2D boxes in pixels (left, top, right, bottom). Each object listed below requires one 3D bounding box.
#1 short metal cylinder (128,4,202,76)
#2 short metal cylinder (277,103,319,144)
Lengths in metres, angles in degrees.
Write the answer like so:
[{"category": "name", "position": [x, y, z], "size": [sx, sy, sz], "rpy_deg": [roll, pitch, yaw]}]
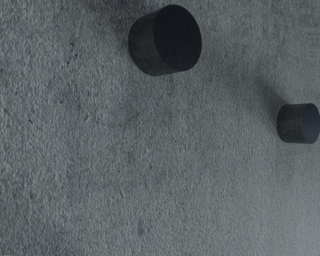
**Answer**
[{"category": "short metal cylinder", "position": [0.007, -0.109, 0.394], "size": [0.081, 0.050, 0.080], "rpy_deg": [0, 90, -40]}, {"category": "short metal cylinder", "position": [0.279, -0.009, 0.622], "size": [0.081, 0.050, 0.080], "rpy_deg": [0, 90, -40]}]
